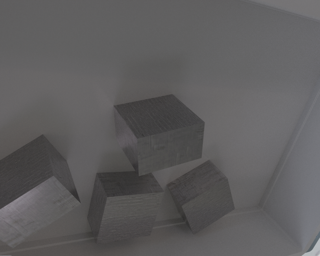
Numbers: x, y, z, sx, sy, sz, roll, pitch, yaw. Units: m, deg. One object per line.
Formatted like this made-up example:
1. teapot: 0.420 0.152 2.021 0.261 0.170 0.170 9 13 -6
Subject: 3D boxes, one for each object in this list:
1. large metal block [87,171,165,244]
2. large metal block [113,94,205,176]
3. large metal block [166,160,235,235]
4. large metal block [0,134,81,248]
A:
1. large metal block: -0.050 0.108 0.432 0.081 0.050 0.079 2 118 -29
2. large metal block: -0.004 0.004 0.374 0.081 0.080 0.050 -13 124 -21
3. large metal block: 0.067 0.111 0.498 0.080 0.050 0.080 -29 128 -10
4. large metal block: -0.142 0.065 0.335 0.080 0.080 0.050 -33 129 -7
